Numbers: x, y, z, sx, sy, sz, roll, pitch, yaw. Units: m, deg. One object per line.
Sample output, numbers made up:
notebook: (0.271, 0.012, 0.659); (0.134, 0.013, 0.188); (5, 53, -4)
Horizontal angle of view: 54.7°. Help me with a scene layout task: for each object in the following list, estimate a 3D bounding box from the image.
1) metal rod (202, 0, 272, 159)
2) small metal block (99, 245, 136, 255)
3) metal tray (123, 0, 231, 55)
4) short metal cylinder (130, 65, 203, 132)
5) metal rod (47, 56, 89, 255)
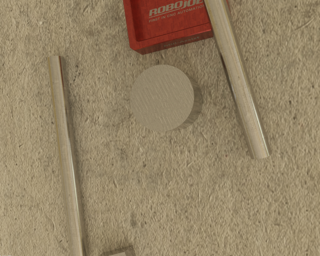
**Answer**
metal rod: (0.073, -0.108, 0.352); (0.025, 0.025, 0.298); (-17, 96, 19)
small metal block: (-0.057, 0.196, 0.428); (0.050, 0.025, 0.050); (-21, 83, 18)
metal tray: (0.020, -0.154, 0.398); (0.130, 0.030, 0.089); (-9, 87, 19)
short metal cylinder: (0.010, -0.036, 0.392); (0.080, 0.050, 0.079); (0, 90, 19)
metal rod: (-0.135, 0.044, 0.455); (0.025, 0.025, 0.298); (-9, 87, 19)
